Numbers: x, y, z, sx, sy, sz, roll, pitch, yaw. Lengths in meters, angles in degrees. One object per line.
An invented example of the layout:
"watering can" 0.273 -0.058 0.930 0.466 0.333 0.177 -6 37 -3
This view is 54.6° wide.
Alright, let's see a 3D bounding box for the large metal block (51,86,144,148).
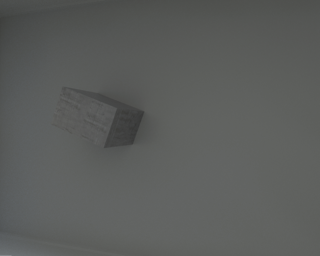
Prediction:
"large metal block" -0.079 -0.014 0.410 0.080 0.080 0.050 22 98 18
